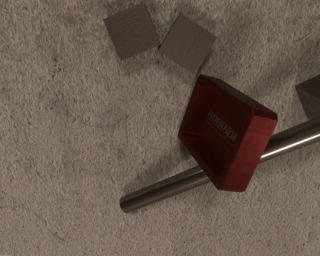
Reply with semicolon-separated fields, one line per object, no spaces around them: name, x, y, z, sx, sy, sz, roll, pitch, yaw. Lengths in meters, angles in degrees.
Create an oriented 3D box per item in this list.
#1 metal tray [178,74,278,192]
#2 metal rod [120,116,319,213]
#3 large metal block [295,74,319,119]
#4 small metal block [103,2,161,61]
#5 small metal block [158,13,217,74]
metal tray;0.067;0.000;0.353;0.030;0.130;0.089;10;111;-22
metal rod;0.070;0.051;0.386;0.300;0.025;0.025;-27;109;26
large metal block;0.224;-0.038;0.370;0.080;0.080;0.050;-26;108;9
small metal block;-0.032;-0.113;0.366;0.050;0.025;0.050;-21;105;7
small metal block;0.032;-0.102;0.373;0.050;0.025;0.050;30;107;-11
